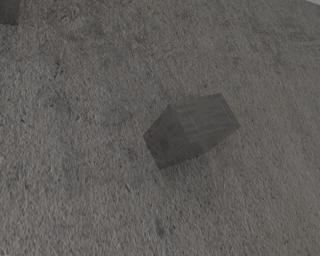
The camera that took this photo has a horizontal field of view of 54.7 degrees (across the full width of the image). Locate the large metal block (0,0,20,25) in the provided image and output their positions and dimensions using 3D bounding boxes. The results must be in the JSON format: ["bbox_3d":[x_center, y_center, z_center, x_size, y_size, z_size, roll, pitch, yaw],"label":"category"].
[{"bbox_3d":[-0.210,-0.169,0.358,0.081,0.080,0.050,-8,66,-32],"label":"large metal block"}]

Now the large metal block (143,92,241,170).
[{"bbox_3d":[0.037,0.004,0.386,0.081,0.080,0.050,-15,70,-34],"label":"large metal block"}]
